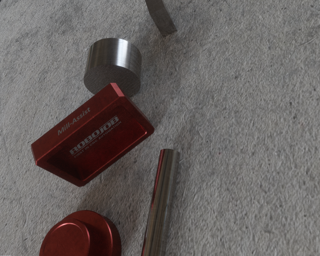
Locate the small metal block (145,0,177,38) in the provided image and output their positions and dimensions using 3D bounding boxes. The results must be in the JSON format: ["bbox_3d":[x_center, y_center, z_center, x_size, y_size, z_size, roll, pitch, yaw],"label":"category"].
[{"bbox_3d":[0.001,-0.184,0.499,0.025,0.050,0.050,-25,53,13],"label":"small metal block"}]

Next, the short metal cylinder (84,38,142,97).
[{"bbox_3d":[-0.068,-0.085,0.454,0.080,0.080,0.050,-13,57,21],"label":"short metal cylinder"}]

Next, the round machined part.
[{"bbox_3d":[-0.097,0.142,0.355,0.098,0.042,0.098,-13,56,20],"label":"round machined part"}]

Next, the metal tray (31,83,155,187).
[{"bbox_3d":[-0.082,0.013,0.395,0.130,0.090,0.030,-38,51,3],"label":"metal tray"}]

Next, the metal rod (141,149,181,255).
[{"bbox_3d":[-0.013,0.162,0.310,0.025,0.025,0.299,-3,60,26],"label":"metal rod"}]
